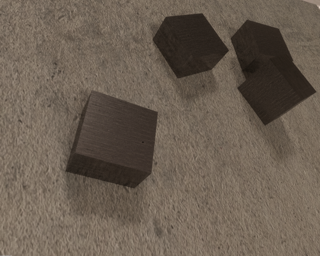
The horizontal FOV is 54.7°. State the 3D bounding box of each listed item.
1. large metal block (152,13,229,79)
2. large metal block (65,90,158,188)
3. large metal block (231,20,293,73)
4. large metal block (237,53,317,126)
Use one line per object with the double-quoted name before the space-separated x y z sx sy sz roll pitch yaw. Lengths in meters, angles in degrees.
"large metal block" 0.049 -0.133 0.498 0.081 0.050 0.080 -21 73 -36
"large metal block" -0.053 0.014 0.352 0.081 0.050 0.080 18 55 -18
"large metal block" 0.191 -0.149 0.584 0.081 0.050 0.080 4 60 -27
"large metal block" 0.191 -0.063 0.513 0.050 0.080 0.080 -23 75 -37
